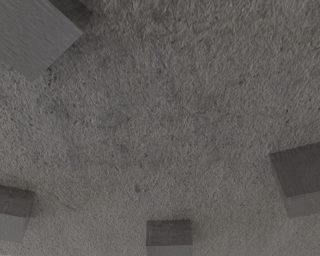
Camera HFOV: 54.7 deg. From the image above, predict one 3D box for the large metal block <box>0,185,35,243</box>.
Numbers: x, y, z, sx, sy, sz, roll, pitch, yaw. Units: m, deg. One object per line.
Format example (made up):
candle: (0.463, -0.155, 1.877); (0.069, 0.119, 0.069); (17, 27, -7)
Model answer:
large metal block: (-0.258, 0.140, 0.507); (0.081, 0.050, 0.079); (16, 128, -13)

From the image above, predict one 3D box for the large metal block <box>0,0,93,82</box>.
large metal block: (-0.126, -0.106, 0.299); (0.080, 0.050, 0.080); (-34, 123, 25)

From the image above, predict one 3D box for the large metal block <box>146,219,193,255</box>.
large metal block: (0.018, 0.215, 0.574); (0.080, 0.050, 0.079); (-2, 130, 1)

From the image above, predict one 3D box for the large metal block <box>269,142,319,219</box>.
large metal block: (0.207, 0.071, 0.434); (0.080, 0.080, 0.050); (-15, 129, 12)
